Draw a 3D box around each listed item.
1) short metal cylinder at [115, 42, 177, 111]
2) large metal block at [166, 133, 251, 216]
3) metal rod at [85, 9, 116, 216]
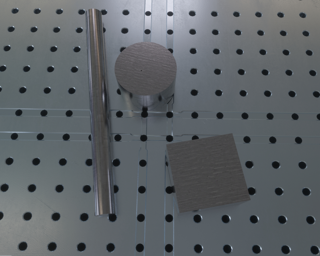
[{"bbox_3d":[-0.018,-0.070,0.424,0.081,0.050,0.080,0,70,0],"label":"short metal cylinder"},{"bbox_3d":[0.054,0.058,0.378,0.081,0.050,0.080,-9,70,-4],"label":"large metal block"},{"bbox_3d":[-0.084,-0.035,0.423,0.025,0.025,0.299,-6,70,-3],"label":"metal rod"}]
